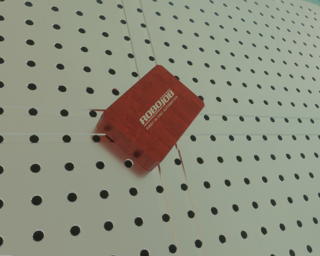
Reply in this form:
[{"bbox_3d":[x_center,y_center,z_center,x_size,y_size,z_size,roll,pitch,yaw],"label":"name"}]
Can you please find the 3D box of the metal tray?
[{"bbox_3d":[-0.007,-0.019,0.412,0.090,0.030,0.131,41,51,0],"label":"metal tray"}]
